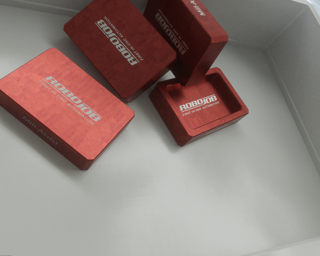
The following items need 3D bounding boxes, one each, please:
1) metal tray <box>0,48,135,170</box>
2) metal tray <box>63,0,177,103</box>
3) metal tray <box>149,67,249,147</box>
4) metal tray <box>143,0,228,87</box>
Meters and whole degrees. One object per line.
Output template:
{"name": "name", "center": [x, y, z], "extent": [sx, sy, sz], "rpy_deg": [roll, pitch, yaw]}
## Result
{"name": "metal tray", "center": [-0.106, -0.025, 0.360], "extent": [0.130, 0.030, 0.090], "rpy_deg": [39, 51, -2]}
{"name": "metal tray", "center": [-0.051, -0.110, 0.410], "extent": [0.090, 0.030, 0.130], "rpy_deg": [-40, 83, -1]}
{"name": "metal tray", "center": [0.060, -0.036, 0.455], "extent": [0.131, 0.030, 0.090], "rpy_deg": [-21, 73, -36]}
{"name": "metal tray", "center": [0.027, -0.134, 0.425], "extent": [0.030, 0.089, 0.130], "rpy_deg": [-18, 66, -33]}
